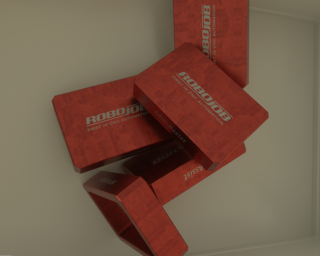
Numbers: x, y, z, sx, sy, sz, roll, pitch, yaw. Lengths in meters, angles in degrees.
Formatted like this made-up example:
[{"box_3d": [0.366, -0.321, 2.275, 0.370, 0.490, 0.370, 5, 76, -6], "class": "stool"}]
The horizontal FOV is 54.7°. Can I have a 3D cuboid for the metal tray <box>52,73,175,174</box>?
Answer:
[{"box_3d": [-0.051, -0.009, 0.373, 0.131, 0.030, 0.090, -18, 75, -20], "class": "metal tray"}]

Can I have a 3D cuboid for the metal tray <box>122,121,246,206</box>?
[{"box_3d": [0.028, 0.037, 0.385, 0.131, 0.090, 0.030, -29, 110, -18], "class": "metal tray"}]

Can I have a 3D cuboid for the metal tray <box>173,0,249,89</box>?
[{"box_3d": [0.066, -0.115, 0.395, 0.090, 0.030, 0.129, 1, 101, 21], "class": "metal tray"}]

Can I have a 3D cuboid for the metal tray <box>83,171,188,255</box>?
[{"box_3d": [-0.034, 0.094, 0.342, 0.030, 0.130, 0.090, -36, 102, -26], "class": "metal tray"}]

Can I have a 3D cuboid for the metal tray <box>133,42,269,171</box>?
[{"box_3d": [0.044, -0.028, 0.350, 0.090, 0.030, 0.130, -39, 76, -22], "class": "metal tray"}]
